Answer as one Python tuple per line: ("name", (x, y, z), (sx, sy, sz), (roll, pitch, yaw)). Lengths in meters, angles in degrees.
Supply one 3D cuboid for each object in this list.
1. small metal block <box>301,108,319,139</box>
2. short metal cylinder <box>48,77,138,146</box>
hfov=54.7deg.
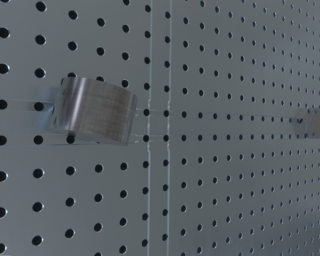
("small metal block", (0.349, -0.011, 0.702), (0.050, 0.025, 0.050), (-53, 121, -27))
("short metal cylinder", (-0.067, -0.014, 0.317), (0.080, 0.080, 0.050), (19, 78, -39))
